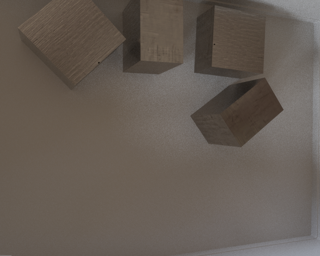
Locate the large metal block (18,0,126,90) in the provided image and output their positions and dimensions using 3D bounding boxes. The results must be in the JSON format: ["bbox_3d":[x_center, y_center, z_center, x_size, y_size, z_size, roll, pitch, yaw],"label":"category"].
[{"bbox_3d":[-0.101,-0.103,0.360,0.080,0.050,0.080,-47,105,-14],"label":"large metal block"}]

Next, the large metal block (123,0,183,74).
[{"bbox_3d":[-0.011,-0.113,0.378,0.050,0.080,0.079,0,90,-20],"label":"large metal block"}]

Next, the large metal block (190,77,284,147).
[{"bbox_3d":[0.101,-0.020,0.420,0.080,0.080,0.050,-38,103,-16],"label":"large metal block"}]

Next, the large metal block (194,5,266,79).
[{"bbox_3d":[0.097,-0.116,0.434,0.081,0.050,0.079,3,89,-20],"label":"large metal block"}]
